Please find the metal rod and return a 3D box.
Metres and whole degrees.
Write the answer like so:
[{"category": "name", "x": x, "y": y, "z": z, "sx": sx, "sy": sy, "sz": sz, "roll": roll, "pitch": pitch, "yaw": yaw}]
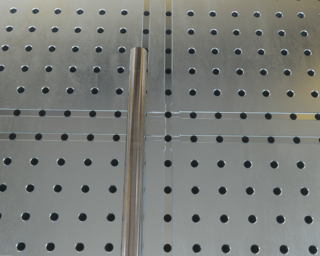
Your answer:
[{"category": "metal rod", "x": -0.032, "y": 0.029, "z": 0.400, "sx": 0.025, "sy": 0.025, "sz": 0.299, "roll": 0, "pitch": 70, "yaw": 0}]
